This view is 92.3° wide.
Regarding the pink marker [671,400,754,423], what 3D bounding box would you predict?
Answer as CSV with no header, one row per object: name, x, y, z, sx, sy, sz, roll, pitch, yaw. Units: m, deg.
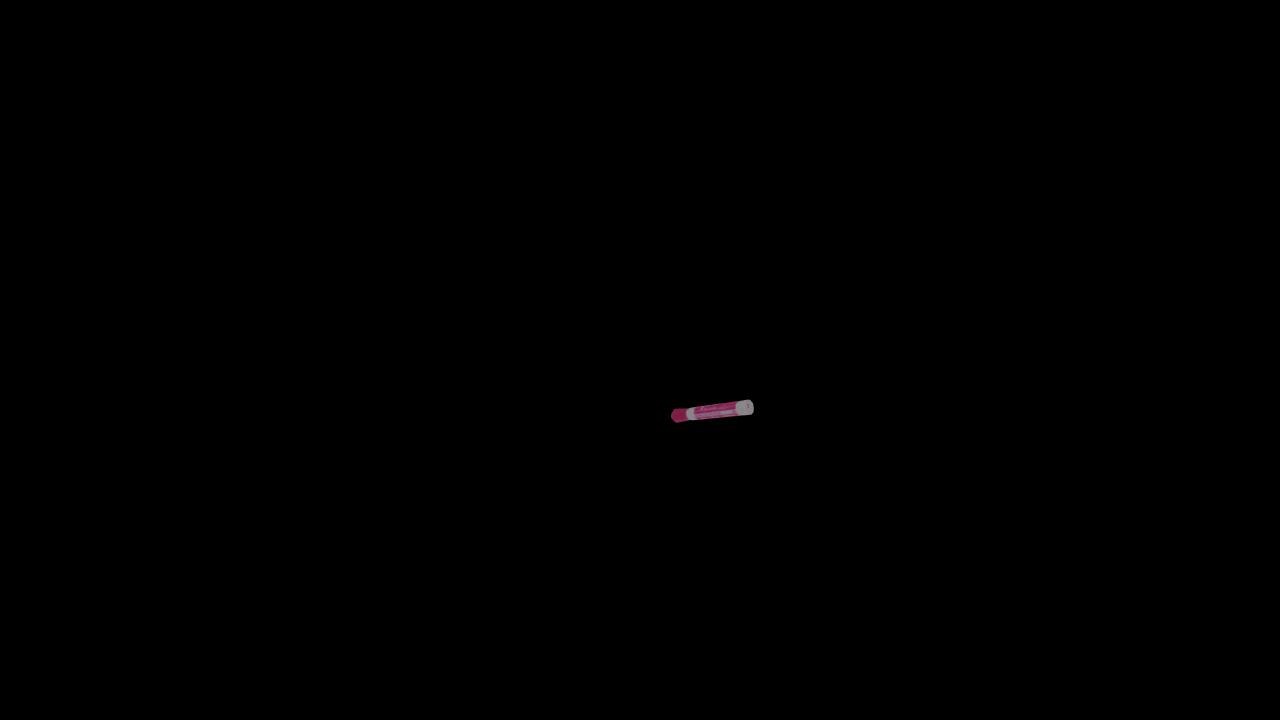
pink marker,0.089,0.067,0.788,0.121,0.020,0.020,-12,-8,40
